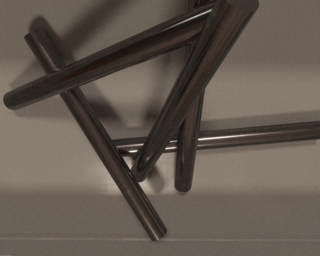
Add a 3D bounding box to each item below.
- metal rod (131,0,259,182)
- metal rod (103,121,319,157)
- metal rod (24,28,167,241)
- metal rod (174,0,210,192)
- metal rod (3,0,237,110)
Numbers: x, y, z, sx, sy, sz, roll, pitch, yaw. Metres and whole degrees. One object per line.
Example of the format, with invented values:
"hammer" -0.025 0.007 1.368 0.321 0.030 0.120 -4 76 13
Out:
"metal rod" 0.009 -0.008 0.315 0.025 0.025 0.298 18 147 -7
"metal rod" 0.069 0.016 0.418 0.302 0.025 0.025 -5 110 1
"metal rod" -0.076 0.015 0.392 0.025 0.025 0.299 -29 99 10
"metal rod" 0.034 -0.024 0.339 0.025 0.025 0.298 0 135 -1
"metal rod" -0.068 -0.061 0.314 0.300 0.025 0.025 -12 113 34
